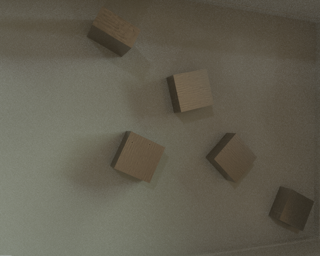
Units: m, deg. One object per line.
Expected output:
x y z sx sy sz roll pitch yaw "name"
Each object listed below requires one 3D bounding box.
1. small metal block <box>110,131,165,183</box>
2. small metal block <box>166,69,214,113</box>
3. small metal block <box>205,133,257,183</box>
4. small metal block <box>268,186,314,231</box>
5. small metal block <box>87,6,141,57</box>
-0.029 0.037 0.400 0.050 0.025 0.050 27 81 -18 "small metal block"
0.041 -0.051 0.425 0.050 0.025 0.050 -14 95 -20 "small metal block"
0.103 0.042 0.449 0.050 0.025 0.050 -47 105 -14 "small metal block"
0.206 0.126 0.487 0.050 0.025 0.050 28 81 -18 "small metal block"
-0.057 -0.115 0.376 0.050 0.050 0.025 28 81 -18 "small metal block"
